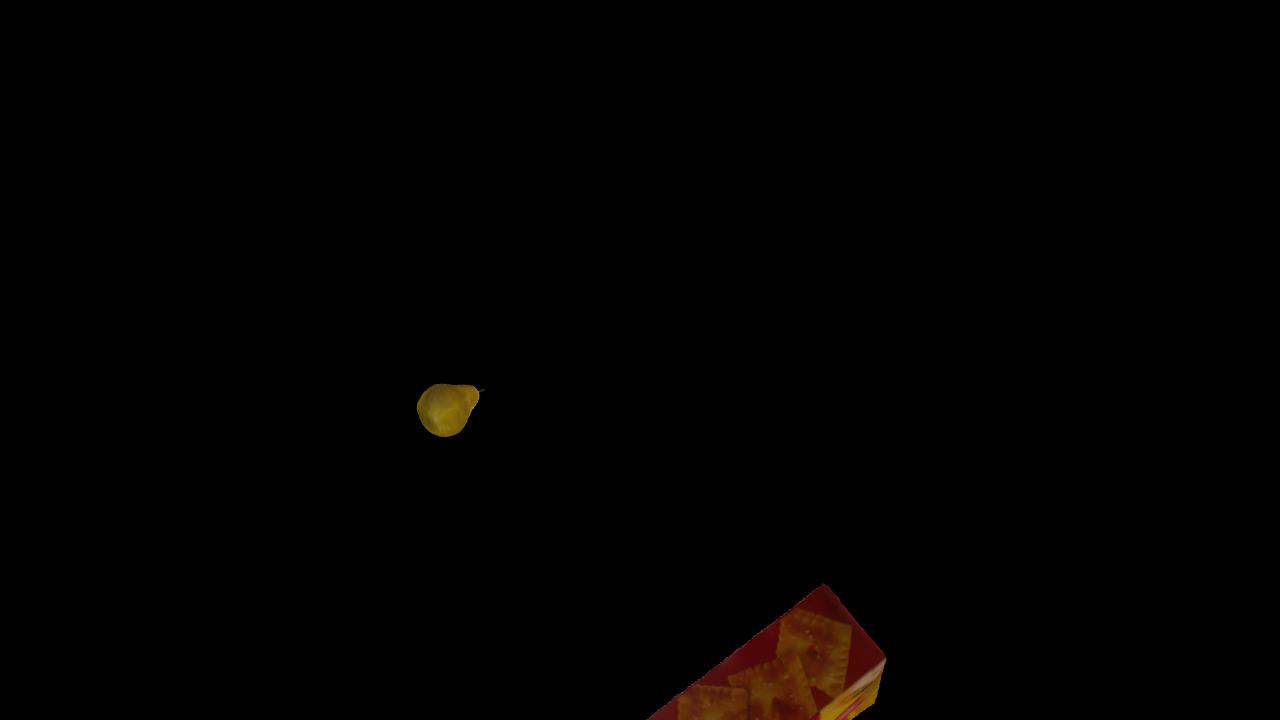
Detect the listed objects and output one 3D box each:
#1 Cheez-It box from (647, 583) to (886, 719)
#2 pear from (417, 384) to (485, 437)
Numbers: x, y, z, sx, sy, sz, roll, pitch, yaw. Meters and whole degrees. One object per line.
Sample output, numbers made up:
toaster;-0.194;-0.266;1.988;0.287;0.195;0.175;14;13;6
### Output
Cheez-It box;0.078;0.286;0.472;0.223;0.071;0.166;-33;-39;-9
pear;-0.271;0.062;0.913;0.080;0.080;0.111;0;31;43
